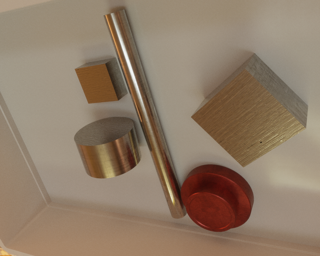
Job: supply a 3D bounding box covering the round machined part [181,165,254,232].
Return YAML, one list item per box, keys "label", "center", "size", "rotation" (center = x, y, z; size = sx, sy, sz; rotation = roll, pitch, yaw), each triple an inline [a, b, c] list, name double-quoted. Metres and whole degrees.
- label: "round machined part"
  center: [0.074, 0.101, 0.421]
  size: [0.098, 0.042, 0.097]
  rotation: [13, 124, 20]

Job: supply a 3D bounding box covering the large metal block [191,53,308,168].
- label: "large metal block"
  center: [0.095, -0.018, 0.331]
  size: [0.080, 0.050, 0.080]
  rotation: [44, 129, -3]

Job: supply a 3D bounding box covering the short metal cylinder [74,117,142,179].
- label: "short metal cylinder"
  center: [-0.070, 0.025, 0.424]
  size: [0.080, 0.080, 0.050]
  rotation: [2, 119, 27]

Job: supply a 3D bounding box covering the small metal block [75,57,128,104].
- label: "small metal block"
  center: [-0.077, -0.062, 0.409]
  size: [0.050, 0.025, 0.050]
  rotation: [-3, 117, 29]

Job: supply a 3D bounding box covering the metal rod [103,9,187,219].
- label: "metal rod"
  center: [-0.012, -0.001, 0.412]
  size: [0.025, 0.025, 0.298]
  rotation: [-3, 117, 29]
